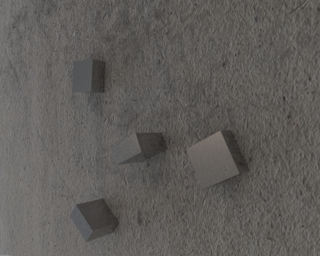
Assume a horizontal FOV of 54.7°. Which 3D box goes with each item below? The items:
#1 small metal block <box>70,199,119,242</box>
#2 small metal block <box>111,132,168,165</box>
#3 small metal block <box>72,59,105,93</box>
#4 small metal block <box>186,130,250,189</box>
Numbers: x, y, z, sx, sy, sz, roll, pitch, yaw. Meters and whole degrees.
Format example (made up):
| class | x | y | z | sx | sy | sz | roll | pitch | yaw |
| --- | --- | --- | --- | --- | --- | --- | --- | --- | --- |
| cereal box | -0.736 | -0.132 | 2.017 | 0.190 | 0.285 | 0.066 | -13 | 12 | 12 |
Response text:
| class | x | y | z | sx | sy | sz | roll | pitch | yaw |
| --- | --- | --- | --- | --- | --- | --- | --- | --- | --- |
| small metal block | -0.099 | 0.139 | 0.471 | 0.050 | 0.050 | 0.025 | 45 | 117 | 30 |
| small metal block | -0.028 | 0.027 | 0.412 | 0.050 | 0.050 | 0.025 | -29 | 72 | 36 |
| small metal block | -0.116 | -0.083 | 0.501 | 0.050 | 0.025 | 0.050 | 5 | 93 | 40 |
| small metal block | 0.065 | 0.036 | 0.352 | 0.050 | 0.025 | 0.050 | -33 | 70 | 35 |
